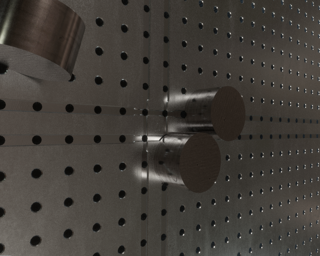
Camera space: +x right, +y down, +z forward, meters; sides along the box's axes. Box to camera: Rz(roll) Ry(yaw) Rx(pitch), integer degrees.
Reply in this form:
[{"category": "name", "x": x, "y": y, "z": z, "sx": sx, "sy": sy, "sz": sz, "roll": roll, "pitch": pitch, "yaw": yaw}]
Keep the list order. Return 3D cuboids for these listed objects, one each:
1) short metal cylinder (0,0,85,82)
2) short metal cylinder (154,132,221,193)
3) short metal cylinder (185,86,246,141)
[{"category": "short metal cylinder", "x": -0.114, "y": -0.080, "z": 0.279, "sx": 0.080, "sy": 0.080, "sz": 0.050, "roll": 21, "pitch": 77, "yaw": -39}, {"category": "short metal cylinder", "x": 0.039, "y": 0.046, "z": 0.428, "sx": 0.081, "sy": 0.050, "sz": 0.079, "roll": 0, "pitch": 90, "yaw": -40}, {"category": "short metal cylinder", "x": 0.084, "y": -0.021, "z": 0.466, "sx": 0.081, "sy": 0.050, "sz": 0.079, "roll": 0, "pitch": 90, "yaw": -40}]
